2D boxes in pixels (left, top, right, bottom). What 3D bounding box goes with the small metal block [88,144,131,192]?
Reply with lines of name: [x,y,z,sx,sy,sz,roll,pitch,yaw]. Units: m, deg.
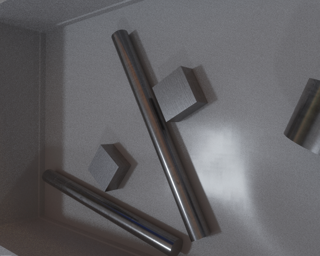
small metal block: [-0.077,0.059,0.468,0.050,0.025,0.050,45,117,30]

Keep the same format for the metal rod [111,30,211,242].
metal rod: [-0.005,-0.003,0.409,0.025,0.025,0.299,-34,69,34]

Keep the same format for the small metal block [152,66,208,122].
small metal block: [0.024,-0.041,0.385,0.050,0.025,0.050,-34,70,34]

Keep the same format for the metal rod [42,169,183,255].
metal rod: [-0.093,0.119,0.480,0.300,0.025,0.025,15,100,38]

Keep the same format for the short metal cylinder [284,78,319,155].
short metal cylinder: [0.149,-0.003,0.247,0.080,0.081,0.050,30,109,35]
